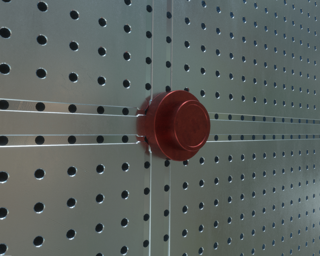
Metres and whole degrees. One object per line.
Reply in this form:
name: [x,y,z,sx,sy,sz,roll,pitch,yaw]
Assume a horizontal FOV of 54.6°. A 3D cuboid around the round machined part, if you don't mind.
round machined part: [0.031,-0.003,0.423,0.099,0.042,0.097,0,90,-40]
